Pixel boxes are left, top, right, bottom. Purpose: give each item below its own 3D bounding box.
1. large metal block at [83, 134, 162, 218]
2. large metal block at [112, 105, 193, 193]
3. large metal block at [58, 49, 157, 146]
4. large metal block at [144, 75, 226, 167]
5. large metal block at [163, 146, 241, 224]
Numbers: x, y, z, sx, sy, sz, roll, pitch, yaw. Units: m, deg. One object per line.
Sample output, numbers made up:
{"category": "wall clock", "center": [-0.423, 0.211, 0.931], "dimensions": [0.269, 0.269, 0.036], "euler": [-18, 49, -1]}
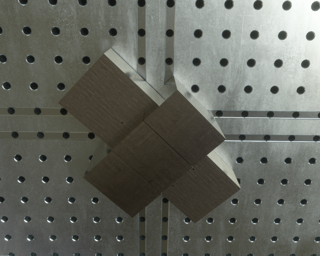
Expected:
{"category": "large metal block", "center": [-0.044, 0.054, 0.404], "dimensions": [0.050, 0.080, 0.080], "euler": [-42, 105, 14]}
{"category": "large metal block", "center": [-0.008, 0.021, 0.392], "dimensions": [0.050, 0.080, 0.080], "euler": [-42, 105, 14]}
{"category": "large metal block", "center": [-0.061, -0.038, 0.382], "dimensions": [0.080, 0.050, 0.080], "euler": [-43, 105, 15]}
{"category": "large metal block", "center": [0.028, -0.012, 0.381], "dimensions": [0.050, 0.080, 0.080], "euler": [-42, 105, 14]}
{"category": "large metal block", "center": [0.049, 0.069, 0.426], "dimensions": [0.080, 0.050, 0.080], "euler": [-42, 105, 14]}
